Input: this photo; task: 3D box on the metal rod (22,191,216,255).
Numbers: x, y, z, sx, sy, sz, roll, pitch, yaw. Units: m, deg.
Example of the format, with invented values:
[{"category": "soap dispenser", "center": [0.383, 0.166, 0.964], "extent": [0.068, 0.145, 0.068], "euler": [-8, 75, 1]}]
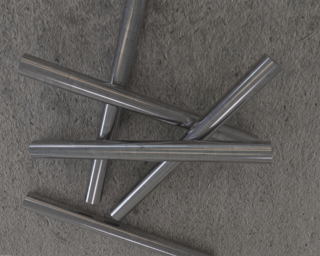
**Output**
[{"category": "metal rod", "center": [-0.054, 0.158, 0.467], "extent": [0.302, 0.025, 0.025], "euler": [22, 109, -8]}]

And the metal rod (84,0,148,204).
[{"category": "metal rod", "center": [-0.058, -0.033, 0.396], "extent": [0.025, 0.025, 0.298], "euler": [14, 109, -5]}]

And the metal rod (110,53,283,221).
[{"category": "metal rod", "center": [0.027, 0.028, 0.387], "extent": [0.025, 0.025, 0.299], "euler": [36, 118, -13]}]

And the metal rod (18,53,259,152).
[{"category": "metal rod", "center": [-0.013, -0.025, 0.379], "extent": [0.302, 0.025, 0.025], "euler": [18, 109, -15]}]

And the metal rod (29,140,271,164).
[{"category": "metal rod", "center": [-0.025, 0.027, 0.374], "extent": [0.301, 0.025, 0.025], "euler": [-1, 111, 18]}]
